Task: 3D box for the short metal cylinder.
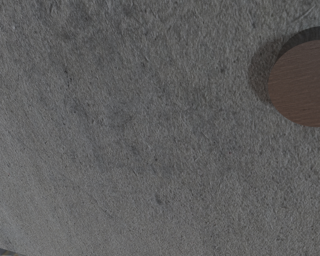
[{"bbox_3d":[0.145,-0.048,0.285,0.080,0.050,0.079,13,124,21],"label":"short metal cylinder"}]
